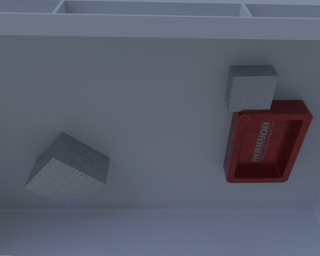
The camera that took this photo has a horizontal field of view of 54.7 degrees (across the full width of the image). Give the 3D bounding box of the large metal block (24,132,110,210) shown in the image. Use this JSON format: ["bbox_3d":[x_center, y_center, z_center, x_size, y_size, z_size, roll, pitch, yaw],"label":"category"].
[{"bbox_3d":[-0.131,0.064,0.445,0.080,0.050,0.080,34,122,-26],"label":"large metal block"}]

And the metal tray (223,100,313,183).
[{"bbox_3d":[0.142,0.023,0.427,0.091,0.030,0.129,-1,130,0],"label":"metal tray"}]

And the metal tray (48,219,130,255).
[{"bbox_3d":[-0.135,0.230,0.602,0.130,0.030,0.090,35,121,-27],"label":"metal tray"}]

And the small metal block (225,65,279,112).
[{"bbox_3d":[0.108,-0.047,0.371,0.050,0.025,0.050,-1,130,0],"label":"small metal block"}]
